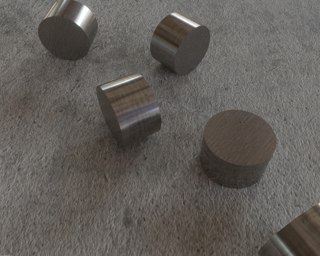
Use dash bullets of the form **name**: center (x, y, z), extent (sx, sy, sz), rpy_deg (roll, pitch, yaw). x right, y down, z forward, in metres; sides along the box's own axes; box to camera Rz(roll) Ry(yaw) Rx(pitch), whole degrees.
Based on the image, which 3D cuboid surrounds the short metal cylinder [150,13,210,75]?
- **short metal cylinder**: center (0.032, -0.128, 0.475), extent (0.080, 0.080, 0.050), rpy_deg (-37, 59, -27)

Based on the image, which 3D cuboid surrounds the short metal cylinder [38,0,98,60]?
- **short metal cylinder**: center (-0.146, -0.156, 0.498), extent (0.080, 0.080, 0.050), rpy_deg (6, 50, 5)

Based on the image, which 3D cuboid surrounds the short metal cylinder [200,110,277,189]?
- **short metal cylinder**: center (0.090, 0.024, 0.367), extent (0.080, 0.050, 0.080), rpy_deg (0, 50, 0)

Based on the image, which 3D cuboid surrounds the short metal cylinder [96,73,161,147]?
- **short metal cylinder**: center (-0.040, -0.023, 0.386), extent (0.050, 0.080, 0.080), rpy_deg (-23, 54, -18)

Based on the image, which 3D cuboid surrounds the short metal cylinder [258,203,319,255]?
- **short metal cylinder**: center (0.136, 0.110, 0.275), extent (0.081, 0.080, 0.050), rpy_deg (-23, 54, -19)
